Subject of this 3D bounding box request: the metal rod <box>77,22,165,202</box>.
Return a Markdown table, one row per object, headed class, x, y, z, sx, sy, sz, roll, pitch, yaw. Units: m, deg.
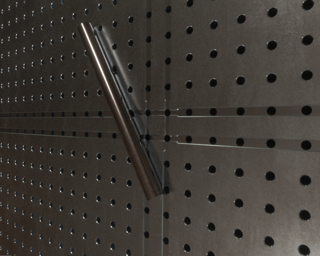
| class | x | y | z | sx | sy | sz | roll | pitch | yaw |
| --- | --- | --- | --- | --- | --- | --- | --- | --- | --- |
| metal rod | -0.064 | -0.036 | 0.459 | 0.025 | 0.025 | 0.299 | -37 | 67 | 33 |
